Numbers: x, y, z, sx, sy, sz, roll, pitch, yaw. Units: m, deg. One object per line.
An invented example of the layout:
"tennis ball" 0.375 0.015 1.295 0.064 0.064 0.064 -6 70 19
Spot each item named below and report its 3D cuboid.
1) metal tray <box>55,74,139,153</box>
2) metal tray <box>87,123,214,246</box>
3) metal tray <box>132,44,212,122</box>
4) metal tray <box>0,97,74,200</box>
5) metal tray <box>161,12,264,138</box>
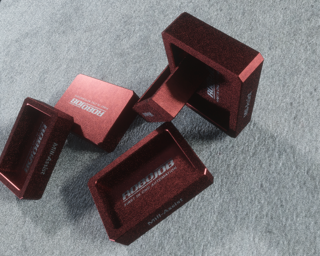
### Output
"metal tray" -0.100 -0.026 0.467 0.130 0.030 0.090 22 73 35
"metal tray" -0.015 0.063 0.368 0.130 0.030 0.090 -37 51 3
"metal tray" 0.013 -0.050 0.372 0.090 0.030 0.130 -51 10 -8
"metal tray" -0.187 0.028 0.456 0.090 0.030 0.129 23 90 36
"metal tray" 0.054 -0.048 0.323 0.090 0.130 0.030 38 77 23
